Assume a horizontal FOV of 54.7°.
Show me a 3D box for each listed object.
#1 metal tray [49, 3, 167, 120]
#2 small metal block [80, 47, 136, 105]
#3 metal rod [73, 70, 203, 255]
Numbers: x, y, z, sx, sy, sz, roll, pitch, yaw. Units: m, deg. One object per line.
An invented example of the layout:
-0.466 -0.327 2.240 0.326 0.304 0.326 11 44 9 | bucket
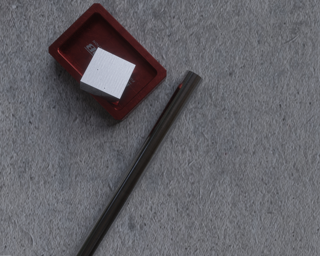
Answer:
-0.066 -0.084 0.406 0.090 0.030 0.130 -45 91 0 | metal tray
-0.065 -0.064 0.386 0.050 0.025 0.050 25 71 -8 | small metal block
-0.032 0.058 0.409 0.025 0.025 0.299 31 90 -1 | metal rod
